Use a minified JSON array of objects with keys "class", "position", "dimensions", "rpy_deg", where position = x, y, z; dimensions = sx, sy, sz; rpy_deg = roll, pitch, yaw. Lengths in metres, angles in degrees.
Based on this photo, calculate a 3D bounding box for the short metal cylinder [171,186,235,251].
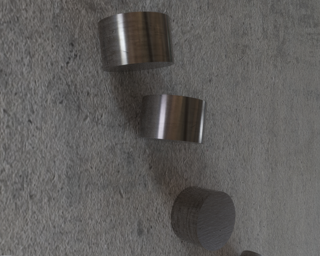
[{"class":"short metal cylinder","position":[0.062,0.126,0.441],"dimensions":[0.081,0.050,0.080],"rpy_deg":[0,90,-40]}]

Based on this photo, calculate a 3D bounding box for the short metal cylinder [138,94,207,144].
[{"class":"short metal cylinder","position":[0.016,-0.009,0.382],"dimensions":[0.081,0.080,0.050],"rpy_deg":[9,84,-40]}]

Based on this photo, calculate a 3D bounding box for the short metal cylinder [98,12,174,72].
[{"class":"short metal cylinder","position":[-0.026,-0.093,0.347],"dimensions":[0.081,0.080,0.050],"rpy_deg":[-10,97,-40]}]

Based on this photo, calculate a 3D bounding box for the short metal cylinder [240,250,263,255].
[{"class":"short metal cylinder","position":[0.157,0.246,0.501],"dimensions":[0.050,0.080,0.080],"rpy_deg":[-47,118,-30]}]
